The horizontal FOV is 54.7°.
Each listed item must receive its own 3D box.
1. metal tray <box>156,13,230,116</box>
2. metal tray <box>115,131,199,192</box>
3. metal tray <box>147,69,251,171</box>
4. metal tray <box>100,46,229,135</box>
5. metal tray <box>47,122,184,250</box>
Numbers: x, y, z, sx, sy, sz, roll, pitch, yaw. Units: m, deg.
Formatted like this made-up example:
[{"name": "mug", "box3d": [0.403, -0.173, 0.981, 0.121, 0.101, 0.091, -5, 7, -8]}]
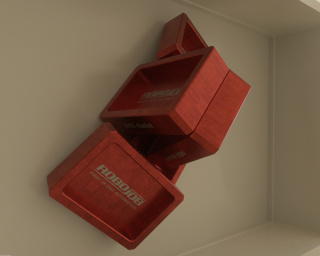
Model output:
[{"name": "metal tray", "box3d": [0.052, -0.081, 0.424, 0.130, 0.030, 0.090, 46, 37, -30]}, {"name": "metal tray", "box3d": [0.008, 0.007, 0.409, 0.090, 0.030, 0.130, 47, 62, -30]}, {"name": "metal tray", "box3d": [0.039, -0.003, 0.355, 0.030, 0.130, 0.090, 37, 65, -9]}, {"name": "metal tray", "box3d": [0.000, -0.037, 0.336, 0.030, 0.130, 0.090, 48, 62, -29]}, {"name": "metal tray", "box3d": [-0.044, 0.068, 0.343, 0.090, 0.030, 0.130, -45, 120, -4]}]
